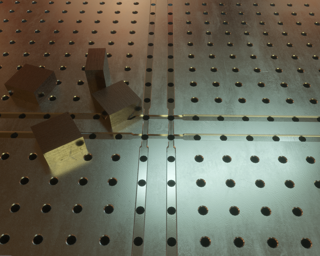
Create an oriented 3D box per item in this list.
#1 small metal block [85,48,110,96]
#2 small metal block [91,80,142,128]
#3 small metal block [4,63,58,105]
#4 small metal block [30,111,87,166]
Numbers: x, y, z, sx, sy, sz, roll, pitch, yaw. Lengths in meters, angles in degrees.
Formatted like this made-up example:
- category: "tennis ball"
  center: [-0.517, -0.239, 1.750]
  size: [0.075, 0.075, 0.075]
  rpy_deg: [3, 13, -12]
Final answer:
- category: "small metal block"
  center: [-0.092, -0.083, 0.461]
  size: [0.025, 0.050, 0.050]
  rpy_deg: [-2, 50, -1]
- category: "small metal block"
  center: [-0.060, -0.035, 0.437]
  size: [0.050, 0.025, 0.050]
  rpy_deg: [-29, 56, -22]
- category: "small metal block"
  center: [-0.191, -0.066, 0.463]
  size: [0.050, 0.025, 0.050]
  rpy_deg: [16, 52, 13]
- category: "small metal block"
  center: [-0.130, 0.012, 0.397]
  size: [0.050, 0.025, 0.050]
  rpy_deg: [-25, 55, -20]
